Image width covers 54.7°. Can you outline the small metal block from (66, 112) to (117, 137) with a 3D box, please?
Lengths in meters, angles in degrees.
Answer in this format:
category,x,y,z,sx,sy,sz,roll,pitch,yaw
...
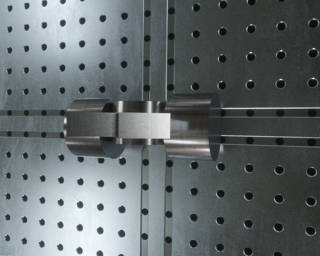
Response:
category,x,y,z,sx,sy,sz,roll,pitch,yaw
small metal block,-0.074,-0.004,0.339,0.050,0.050,0.025,1,91,-12

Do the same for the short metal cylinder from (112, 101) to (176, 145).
category,x,y,z,sx,sy,sz,roll,pitch,yaw
short metal cylinder,-0.020,-0.006,0.390,0.080,0.080,0.050,1,91,20

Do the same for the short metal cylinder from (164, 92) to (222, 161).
category,x,y,z,sx,sy,sz,roll,pitch,yaw
short metal cylinder,0.041,-0.002,0.368,0.050,0.080,0.079,1,90,21

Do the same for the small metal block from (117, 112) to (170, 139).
category,x,y,z,sx,sy,sz,roll,pitch,yaw
small metal block,-0.019,-0.003,0.324,0.050,0.050,0.025,1,91,-11

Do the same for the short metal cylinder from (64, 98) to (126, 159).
category,x,y,z,sx,sy,sz,roll,pitch,yaw
short metal cylinder,-0.082,0.000,0.412,0.050,0.080,0.079,1,91,20
